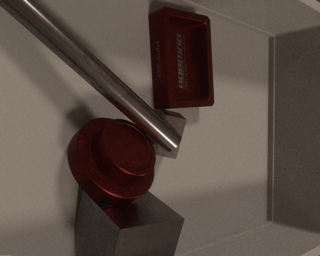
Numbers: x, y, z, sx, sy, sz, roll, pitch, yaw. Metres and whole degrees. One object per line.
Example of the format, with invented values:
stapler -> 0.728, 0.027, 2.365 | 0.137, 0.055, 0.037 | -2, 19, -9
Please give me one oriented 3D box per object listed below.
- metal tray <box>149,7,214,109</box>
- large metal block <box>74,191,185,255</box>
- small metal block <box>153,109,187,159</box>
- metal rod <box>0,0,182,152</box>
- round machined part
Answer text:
metal tray -> 0.032, -0.093, 0.432 | 0.091, 0.030, 0.129 | -6, 94, -40
large metal block -> -0.035, 0.105, 0.336 | 0.081, 0.080, 0.050 | 6, 103, -40
small metal block -> 0.010, 0.006, 0.390 | 0.025, 0.050, 0.050 | 12, 100, -9
metal rod -> -0.088, -0.077, 0.301 | 0.300, 0.025, 0.025 | 42, 64, -21
round machined part -> -0.044, 0.029, 0.331 | 0.098, 0.042, 0.098 | 30, 39, -28
